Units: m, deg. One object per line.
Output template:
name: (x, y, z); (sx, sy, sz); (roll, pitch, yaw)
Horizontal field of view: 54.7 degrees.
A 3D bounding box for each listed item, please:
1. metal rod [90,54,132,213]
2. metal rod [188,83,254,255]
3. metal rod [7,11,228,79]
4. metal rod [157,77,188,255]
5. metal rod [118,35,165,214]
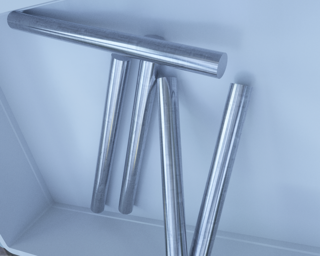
metal rod: (-0.079, 0.027, 0.467); (0.025, 0.025, 0.298); (25, 128, 12)
metal rod: (0.058, 0.098, 0.356); (0.025, 0.025, 0.298); (15, 98, 20)
metal rod: (-0.069, -0.103, 0.357); (0.300, 0.025, 0.025); (19, 126, 26)
metal rod: (0.016, 0.090, 0.358); (0.025, 0.025, 0.298); (-6, 84, 31)
metal rod: (-0.032, 0.018, 0.436); (0.025, 0.025, 0.298); (23, 127, 14)
